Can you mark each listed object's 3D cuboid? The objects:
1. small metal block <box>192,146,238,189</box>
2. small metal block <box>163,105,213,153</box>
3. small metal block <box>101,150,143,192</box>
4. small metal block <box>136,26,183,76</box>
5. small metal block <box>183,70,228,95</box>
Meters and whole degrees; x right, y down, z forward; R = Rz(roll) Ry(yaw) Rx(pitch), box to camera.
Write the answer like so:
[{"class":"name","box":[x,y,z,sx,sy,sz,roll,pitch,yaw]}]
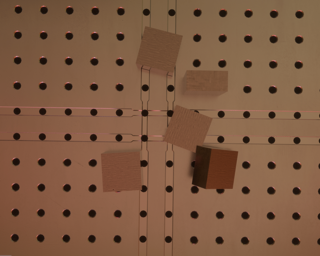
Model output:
[{"class":"small metal block","box":[0.072,0.051,0.401,0.050,0.025,0.050,8,90,-37]},{"class":"small metal block","box":[0.036,0.002,0.414,0.050,0.025,0.050,21,90,0]},{"class":"small metal block","box":[-0.050,0.057,0.413,0.050,0.025,0.050,-3,90,0]},{"class":"small metal block","box":[-0.001,-0.102,0.413,0.050,0.025,0.050,14,90,0]},{"class":"small metal block","box":[0.057,-0.057,0.401,0.050,0.050,0.025,1,90,0]}]
